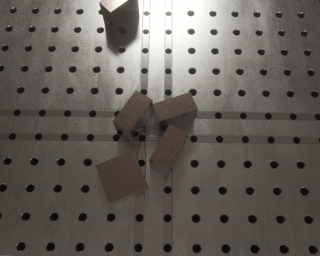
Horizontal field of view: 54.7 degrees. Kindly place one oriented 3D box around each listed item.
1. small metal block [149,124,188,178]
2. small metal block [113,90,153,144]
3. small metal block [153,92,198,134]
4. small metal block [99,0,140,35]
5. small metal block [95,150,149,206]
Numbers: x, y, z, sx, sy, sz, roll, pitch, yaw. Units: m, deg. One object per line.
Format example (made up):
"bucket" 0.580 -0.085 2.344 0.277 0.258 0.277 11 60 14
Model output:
"small metal block" 0.010 0.030 0.388 0.025 0.050 0.050 28 72 9
"small metal block" -0.033 -0.013 0.403 0.025 0.050 0.050 31 73 10
"small metal block" 0.019 -0.018 0.405 0.050 0.050 0.025 -18 71 -7
"small metal block" -0.059 -0.177 0.462 0.050 0.050 0.025 -42 76 -14
"small metal block" -0.047 0.063 0.388 0.050 0.025 0.050 -22 72 -8
